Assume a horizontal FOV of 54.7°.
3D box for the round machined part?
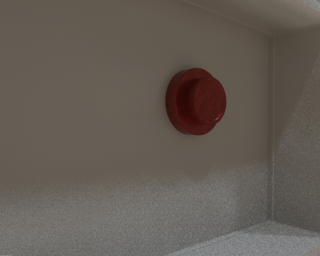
[{"bbox_3d":[0.059,-0.038,0.447,0.099,0.042,0.097,0,90,-40],"label":"round machined part"}]
